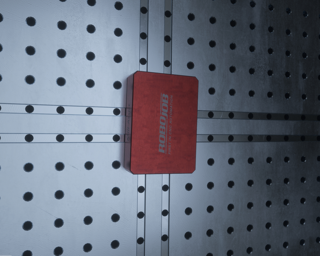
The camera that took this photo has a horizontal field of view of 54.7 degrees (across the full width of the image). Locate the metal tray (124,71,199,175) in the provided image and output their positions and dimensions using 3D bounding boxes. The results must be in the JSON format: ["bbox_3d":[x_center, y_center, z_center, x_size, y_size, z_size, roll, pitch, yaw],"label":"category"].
[{"bbox_3d":[0.002,-0.006,0.411,0.091,0.030,0.129,2,89,-21],"label":"metal tray"}]
